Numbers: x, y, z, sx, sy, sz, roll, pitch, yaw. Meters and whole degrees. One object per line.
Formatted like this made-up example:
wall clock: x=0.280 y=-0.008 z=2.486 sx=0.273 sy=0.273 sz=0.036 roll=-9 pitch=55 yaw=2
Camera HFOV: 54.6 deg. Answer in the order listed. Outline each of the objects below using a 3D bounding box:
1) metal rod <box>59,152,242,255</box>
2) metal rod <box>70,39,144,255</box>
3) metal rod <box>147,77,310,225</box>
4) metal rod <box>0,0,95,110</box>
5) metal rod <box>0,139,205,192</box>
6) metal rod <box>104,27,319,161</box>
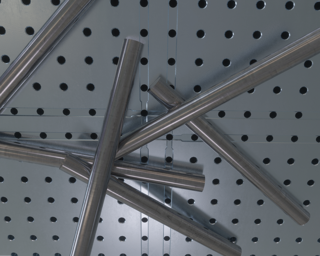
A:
metal rod: x=-0.001 y=0.119 z=0.441 sx=0.301 sy=0.025 sz=0.025 roll=33 pitch=107 yaw=-18
metal rod: x=-0.069 y=0.040 z=0.383 sx=0.025 sy=0.025 sz=0.299 roll=14 pitch=93 yaw=-5
metal rod: x=0.103 y=0.040 z=0.428 sx=0.300 sy=0.025 sz=0.025 roll=41 pitch=105 yaw=-14
metal rod: x=-0.173 y=-0.073 z=0.385 sx=0.299 sy=0.025 sz=0.025 roll=-43 pitch=105 yaw=14
metal rod: x=-0.087 y=0.052 z=0.431 sx=0.302 sy=0.025 sz=0.025 roll=10 pitch=110 yaw=-4
metal rod: x=0.048 y=-0.028 z=0.372 sx=0.300 sy=0.025 sz=0.025 roll=-28 pitch=108 yaw=16
